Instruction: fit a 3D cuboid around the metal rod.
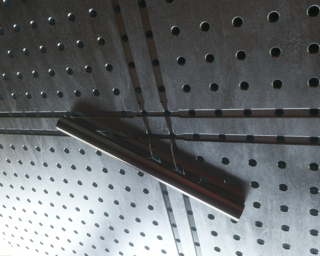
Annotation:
[{"bbox_3d":[-0.022,0.054,0.456,0.301,0.025,0.025,25,127,12],"label":"metal rod"}]
